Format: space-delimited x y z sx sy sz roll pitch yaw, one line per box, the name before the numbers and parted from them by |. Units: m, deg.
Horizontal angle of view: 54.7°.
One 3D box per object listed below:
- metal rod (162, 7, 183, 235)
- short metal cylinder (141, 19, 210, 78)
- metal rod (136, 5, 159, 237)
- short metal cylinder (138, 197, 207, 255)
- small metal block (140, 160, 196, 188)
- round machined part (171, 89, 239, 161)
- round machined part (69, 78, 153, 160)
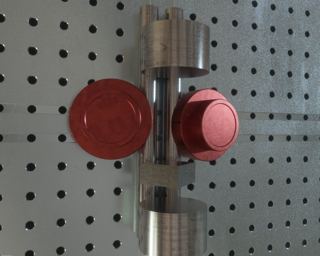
metal rod | 0.017 -0.009 0.418 0.025 0.025 0.298 1 90 -20
short metal cylinder | 0.018 -0.090 0.366 0.081 0.080 0.050 1 90 -20
metal rod | -0.016 -0.008 0.406 0.025 0.025 0.298 1 90 -20
short metal cylinder | 0.015 0.115 0.366 0.081 0.080 0.050 1 90 -20
small metal block | 0.010 0.055 0.378 0.050 0.050 0.025 2 89 -62
round machined part | 0.067 -0.004 0.414 0.099 0.042 0.097 0 91 -35
round machined part | -0.058 -0.011 0.369 0.099 0.042 0.097 0 90 -6
